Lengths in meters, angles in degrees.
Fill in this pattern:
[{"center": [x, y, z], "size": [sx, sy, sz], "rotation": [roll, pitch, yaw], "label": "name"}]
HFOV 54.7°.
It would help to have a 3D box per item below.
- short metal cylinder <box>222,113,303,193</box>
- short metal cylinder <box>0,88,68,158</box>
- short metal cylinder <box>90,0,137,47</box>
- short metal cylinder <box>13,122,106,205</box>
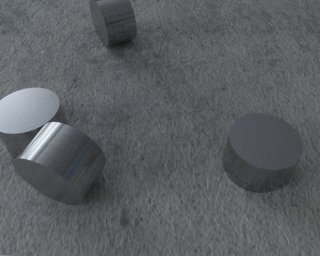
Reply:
[{"center": [0.118, 0.029, 0.365], "size": [0.081, 0.050, 0.080], "rotation": [0, 50, 0], "label": "short metal cylinder"}, {"center": [-0.159, -0.006, 0.386], "size": [0.080, 0.050, 0.080], "rotation": [-2, 46, 2], "label": "short metal cylinder"}, {"center": [-0.079, -0.182, 0.520], "size": [0.050, 0.080, 0.080], "rotation": [-22, 54, -18], "label": "short metal cylinder"}, {"center": [-0.106, 0.039, 0.333], "size": [0.080, 0.080, 0.050], "rotation": [18, 53, 14], "label": "short metal cylinder"}]
